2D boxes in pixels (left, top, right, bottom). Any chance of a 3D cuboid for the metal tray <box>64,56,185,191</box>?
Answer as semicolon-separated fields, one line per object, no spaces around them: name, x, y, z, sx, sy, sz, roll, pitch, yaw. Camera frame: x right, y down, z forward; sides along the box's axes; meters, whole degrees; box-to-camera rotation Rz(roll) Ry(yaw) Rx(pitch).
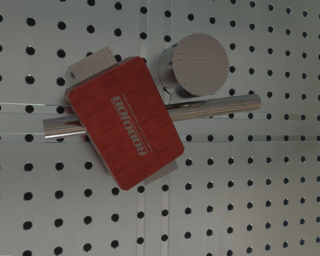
metal tray;-0.037;-0.005;0.356;0.091;0.030;0.129;-32;112;-17

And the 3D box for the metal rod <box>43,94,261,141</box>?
metal rod;0.005;-0.019;0.415;0.303;0.025;0.025;-8;93;-20

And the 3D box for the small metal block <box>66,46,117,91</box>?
small metal block;-0.082;-0.070;0.369;0.050;0.050;0.025;-33;101;-17

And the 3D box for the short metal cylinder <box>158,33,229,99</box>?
short metal cylinder;0.044;-0.081;0.416;0.081;0.050;0.079;0;90;-21

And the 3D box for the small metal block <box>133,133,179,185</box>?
small metal block;-0.011;0.040;0.408;0.050;0.025;0.050;-25;99;-19
